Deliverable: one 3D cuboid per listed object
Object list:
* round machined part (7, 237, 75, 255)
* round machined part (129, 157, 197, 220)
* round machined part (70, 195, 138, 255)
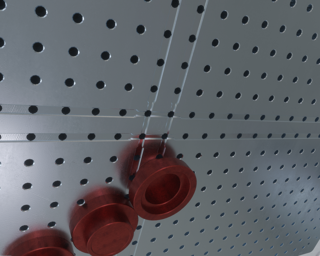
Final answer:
[{"bbox_3d":[-0.167,0.204,0.434,0.099,0.042,0.097,-14,124,-21],"label":"round machined part"},{"bbox_3d":[0.001,0.083,0.451,0.099,0.042,0.097,-14,124,-21],"label":"round machined part"},{"bbox_3d":[-0.077,0.148,0.449,0.099,0.042,0.097,-14,124,-21],"label":"round machined part"}]
